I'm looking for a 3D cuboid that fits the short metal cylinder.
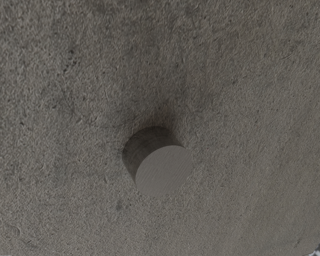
[{"bbox_3d":[-0.004,0.044,0.415,0.081,0.050,0.080,-14,124,-21],"label":"short metal cylinder"}]
